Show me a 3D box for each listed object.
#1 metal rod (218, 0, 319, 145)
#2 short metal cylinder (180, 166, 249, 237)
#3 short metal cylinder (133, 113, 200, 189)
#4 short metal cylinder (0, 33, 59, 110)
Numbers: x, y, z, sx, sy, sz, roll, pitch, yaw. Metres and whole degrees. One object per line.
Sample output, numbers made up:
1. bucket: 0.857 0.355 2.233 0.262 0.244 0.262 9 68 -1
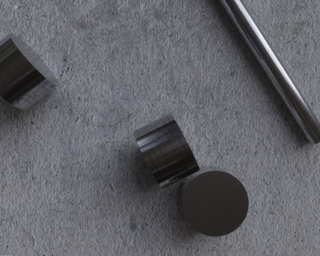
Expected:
1. metal rod: 0.131 -0.110 0.411 0.025 0.025 0.299 -33 90 0
2. short metal cylinder: 0.067 0.091 0.398 0.081 0.050 0.080 0 90 0
3. short metal cylinder: 0.008 0.028 0.383 0.050 0.080 0.080 -27 90 0
4. short metal cylinder: -0.173 -0.068 0.381 0.050 0.080 0.080 -39 90 0
